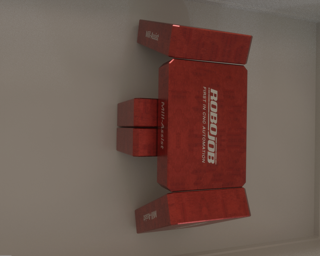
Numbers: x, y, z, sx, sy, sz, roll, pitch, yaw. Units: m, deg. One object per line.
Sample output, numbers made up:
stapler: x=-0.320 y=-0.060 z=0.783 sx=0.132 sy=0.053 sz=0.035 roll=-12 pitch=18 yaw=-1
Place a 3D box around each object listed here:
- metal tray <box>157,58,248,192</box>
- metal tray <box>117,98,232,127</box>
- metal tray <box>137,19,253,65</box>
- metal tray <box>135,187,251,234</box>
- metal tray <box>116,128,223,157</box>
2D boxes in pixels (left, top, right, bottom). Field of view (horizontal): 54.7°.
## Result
metal tray: x=0.045 y=-0.002 z=0.327 sx=0.091 sy=0.030 sz=0.129 roll=1 pitch=90 yaw=-21
metal tray: x=0.021 y=-0.016 z=0.382 sx=0.131 sy=0.090 sz=0.030 roll=1 pitch=90 yaw=-20
metal tray: x=0.033 y=-0.104 z=0.364 sx=0.091 sy=0.130 sz=0.030 roll=1 pitch=110 yaw=-20
metal tray: x=0.031 y=0.099 z=0.363 sx=0.091 sy=0.129 sz=0.030 roll=1 pitch=68 yaw=-21
metal tray: x=0.020 y=0.015 z=0.382 sx=0.131 sy=0.090 sz=0.030 roll=1 pitch=90 yaw=-20
